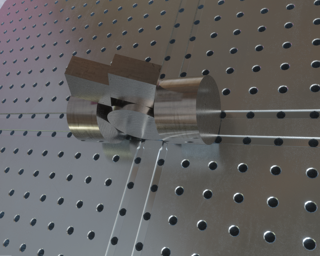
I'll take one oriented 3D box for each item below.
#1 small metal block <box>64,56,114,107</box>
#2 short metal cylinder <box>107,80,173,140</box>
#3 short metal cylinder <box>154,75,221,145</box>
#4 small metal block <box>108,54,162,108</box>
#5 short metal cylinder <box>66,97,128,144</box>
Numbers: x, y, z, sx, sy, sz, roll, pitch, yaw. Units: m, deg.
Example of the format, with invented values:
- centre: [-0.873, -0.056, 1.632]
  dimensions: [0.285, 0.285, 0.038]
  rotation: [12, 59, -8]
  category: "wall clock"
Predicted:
- centre: [-0.078, -0.053, 0.362]
  dimensions: [0.050, 0.050, 0.025]
  rotation: [15, 66, 0]
  category: "small metal block"
- centre: [-0.021, -0.024, 0.399]
  dimensions: [0.080, 0.080, 0.050]
  rotation: [1, 63, 29]
  category: "short metal cylinder"
- centre: [0.035, -0.021, 0.366]
  dimensions: [0.050, 0.080, 0.080]
  rotation: [0, 62, 29]
  category: "short metal cylinder"
- centre: [-0.027, -0.050, 0.339]
  dimensions: [0.050, 0.050, 0.025]
  rotation: [14, 66, 1]
  category: "small metal block"
- centre: [-0.080, -0.019, 0.426]
  dimensions: [0.050, 0.080, 0.080]
  rotation: [1, 62, 29]
  category: "short metal cylinder"
